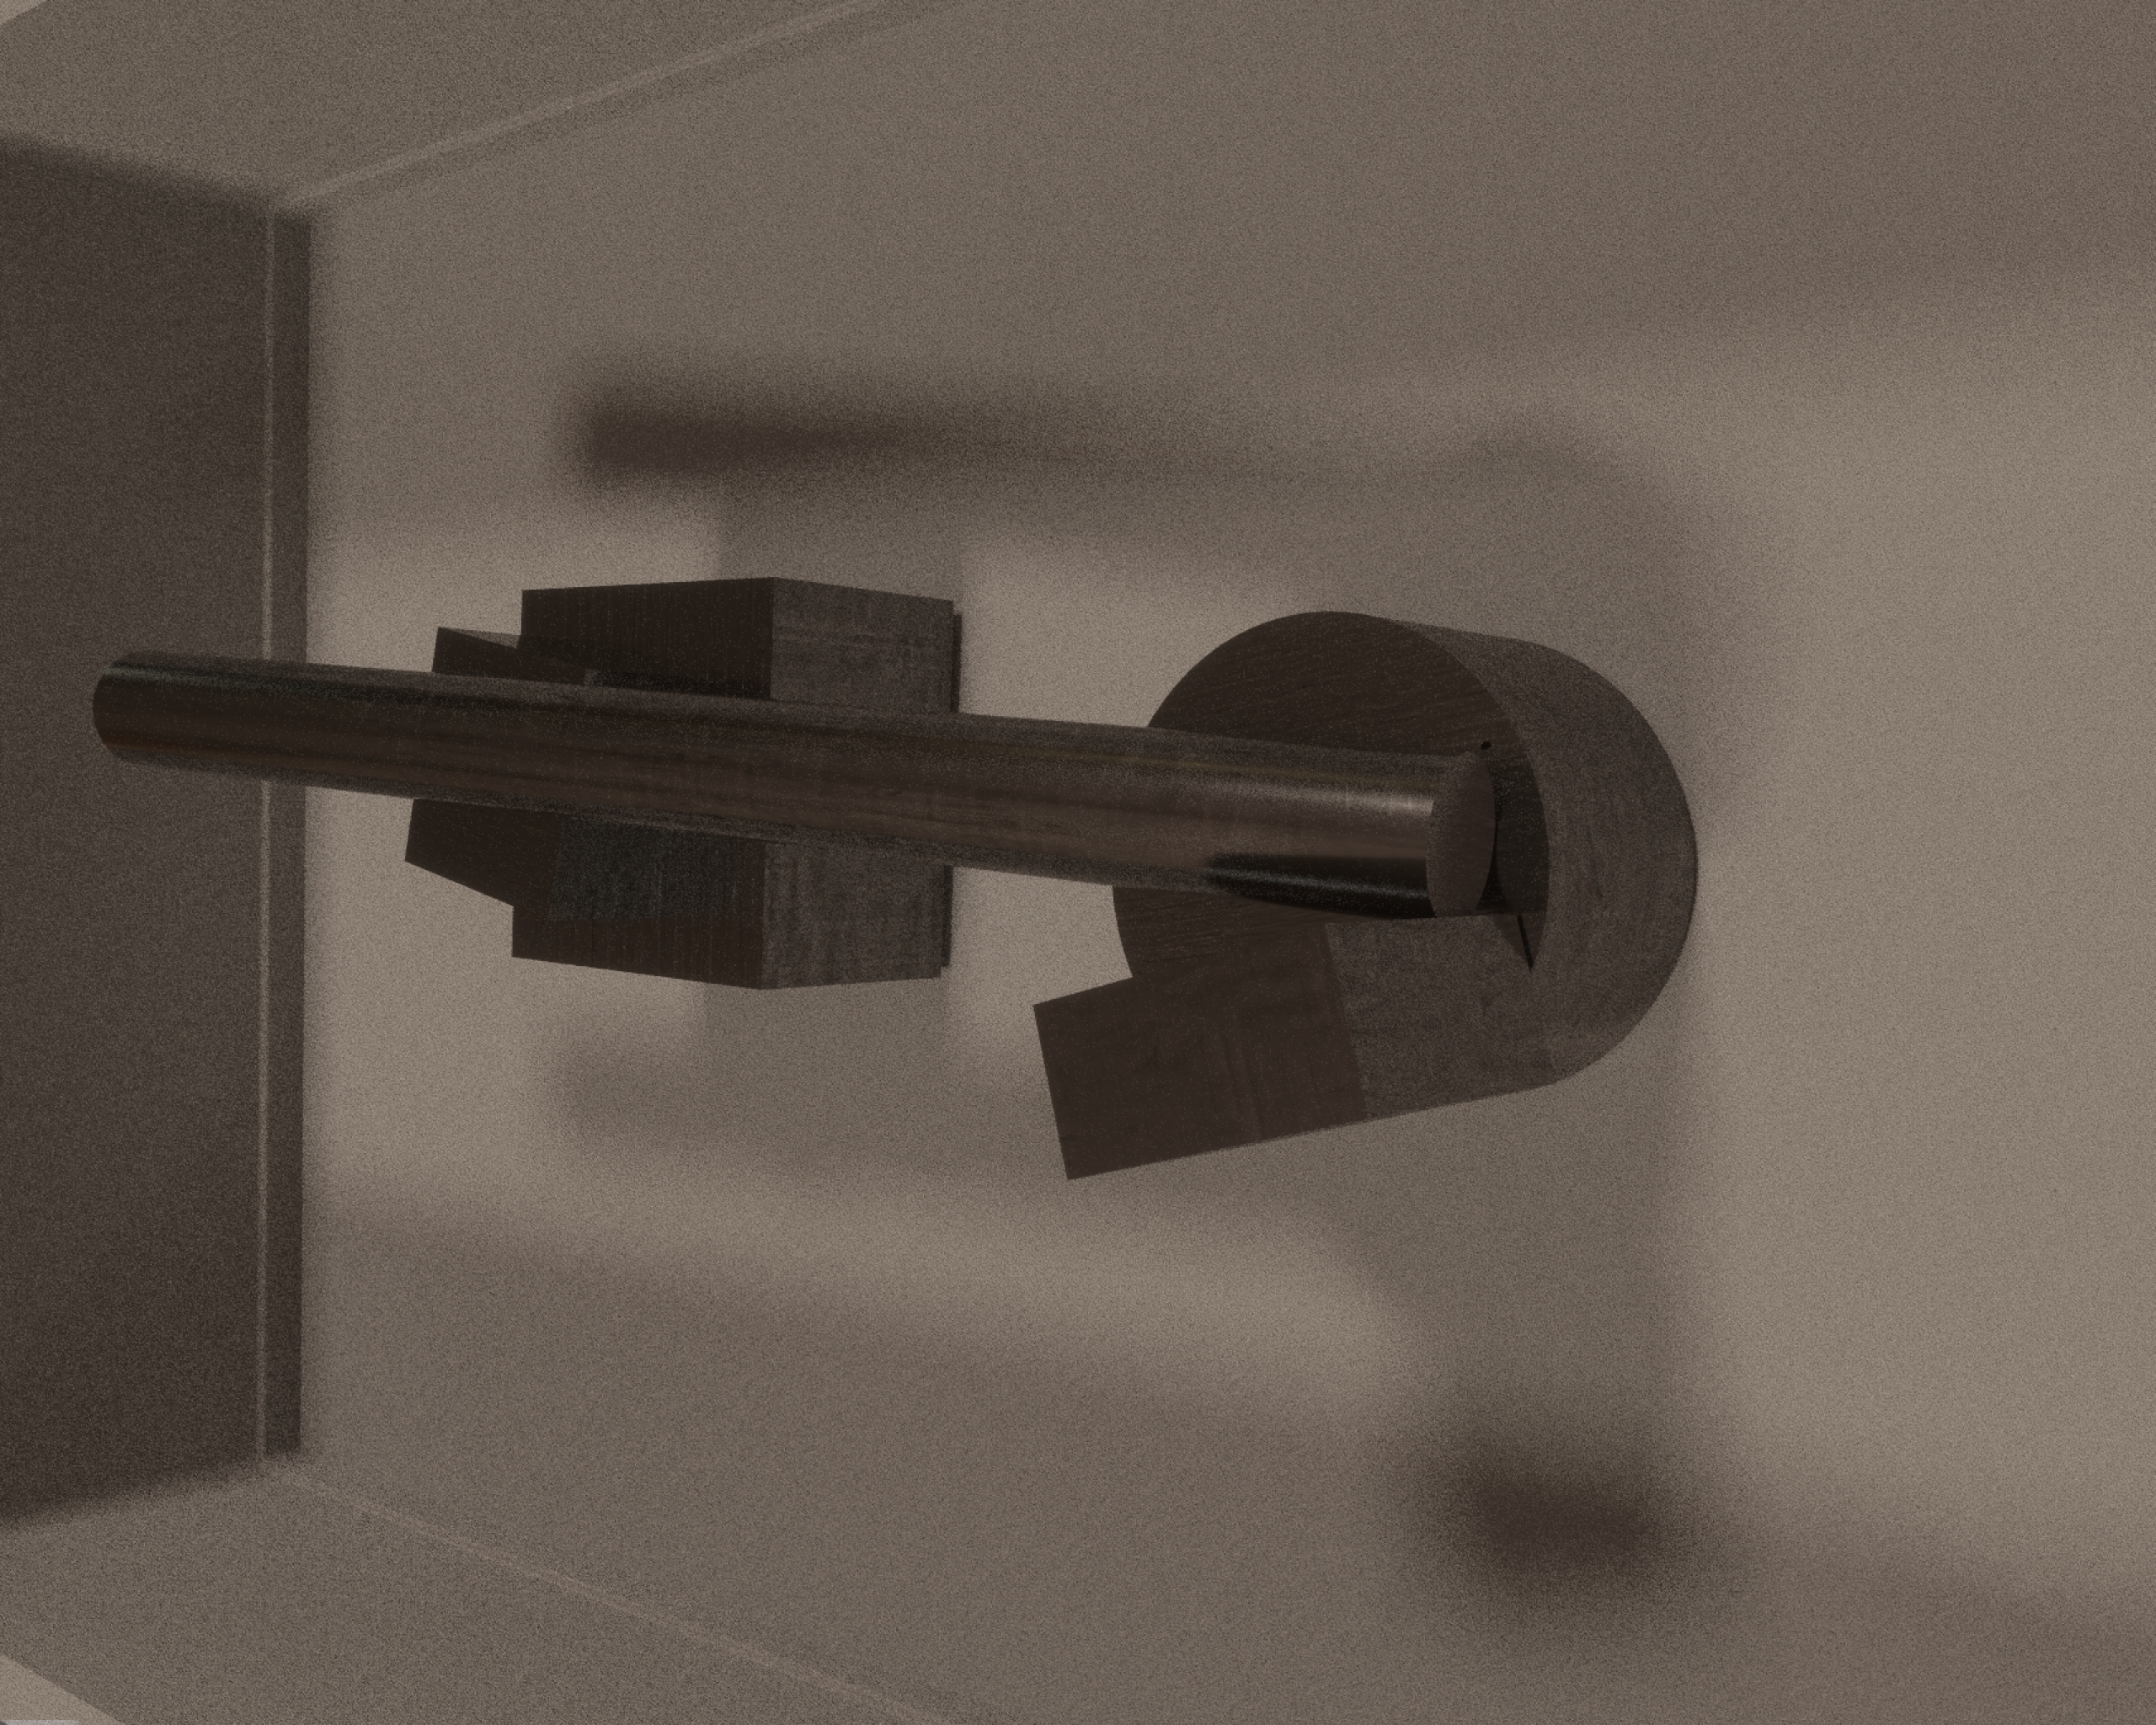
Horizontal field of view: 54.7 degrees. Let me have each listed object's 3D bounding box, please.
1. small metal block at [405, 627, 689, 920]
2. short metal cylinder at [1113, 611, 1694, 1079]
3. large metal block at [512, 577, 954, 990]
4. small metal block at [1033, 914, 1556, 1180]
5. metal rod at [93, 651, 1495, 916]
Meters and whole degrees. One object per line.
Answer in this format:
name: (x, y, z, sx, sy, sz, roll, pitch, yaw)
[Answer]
small metal block: (-0.109, -0.019, 0.427, 0.050, 0.025, 0.050, 17, 100, 38)
short metal cylinder: (0.053, 0.001, 0.343, 0.080, 0.050, 0.079, 0, 90, 39)
large metal block: (-0.075, -0.017, 0.446, 0.080, 0.050, 0.079, 4, 92, 39)
small metal block: (0.031, 0.026, 0.295, 0.050, 0.050, 0.025, -18, 79, 38)
metal rod: (-0.073, -0.018, 0.371, 0.300, 0.025, 0.025, 7, 94, 31)
